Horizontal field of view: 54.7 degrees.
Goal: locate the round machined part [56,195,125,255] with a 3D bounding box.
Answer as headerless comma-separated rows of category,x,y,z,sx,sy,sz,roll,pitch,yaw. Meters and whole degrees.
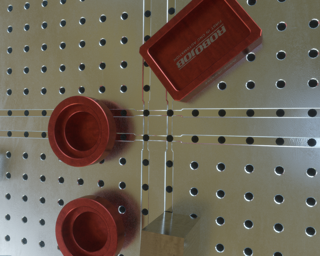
round machined part,-0.093,0.143,0.437,0.098,0.042,0.097,0,90,20

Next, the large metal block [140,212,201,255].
large metal block,0.014,0.156,0.378,0.050,0.080,0.079,4,91,20

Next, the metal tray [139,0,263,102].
metal tray,0.049,-0.105,0.392,0.130,0.030,0.090,-38,78,16

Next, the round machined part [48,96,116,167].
round machined part,-0.106,0.004,0.441,0.098,0.042,0.097,0,90,20
